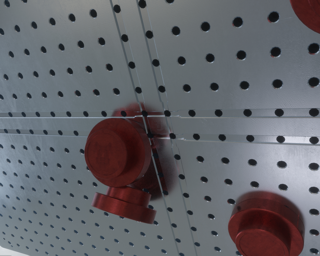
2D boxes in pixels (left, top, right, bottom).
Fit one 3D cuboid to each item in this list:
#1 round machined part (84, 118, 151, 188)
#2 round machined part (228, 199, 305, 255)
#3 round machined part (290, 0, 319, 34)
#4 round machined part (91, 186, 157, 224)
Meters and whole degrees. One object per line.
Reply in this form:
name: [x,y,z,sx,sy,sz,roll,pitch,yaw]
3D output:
round machined part: [-0.065,0.034,0.431,0.098,0.042,0.097,1,91,24]
round machined part: [0.140,0.147,0.417,0.098,0.042,0.097,13,124,21]
round machined part: [0.154,-0.120,0.245,0.098,0.042,0.097,13,124,21]
round machined part: [-0.052,0.112,0.476,0.098,0.042,0.098,16,166,4]
